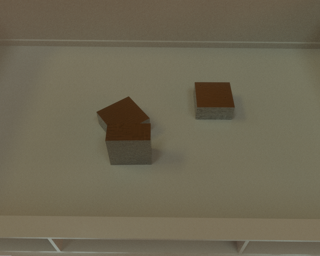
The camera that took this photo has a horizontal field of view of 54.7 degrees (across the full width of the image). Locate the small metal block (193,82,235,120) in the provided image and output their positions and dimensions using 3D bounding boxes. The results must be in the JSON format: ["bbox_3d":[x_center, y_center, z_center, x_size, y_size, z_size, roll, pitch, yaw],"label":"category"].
[{"bbox_3d":[0.075,-0.039,0.438,0.050,0.025,0.050,0,50,0],"label":"small metal block"}]

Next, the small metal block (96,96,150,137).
[{"bbox_3d":[-0.048,-0.009,0.412,0.050,0.025,0.050,-29,56,-22],"label":"small metal block"}]

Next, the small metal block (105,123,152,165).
[{"bbox_3d":[-0.036,0.020,0.371,0.050,0.050,0.025,-1,50,-1],"label":"small metal block"}]
